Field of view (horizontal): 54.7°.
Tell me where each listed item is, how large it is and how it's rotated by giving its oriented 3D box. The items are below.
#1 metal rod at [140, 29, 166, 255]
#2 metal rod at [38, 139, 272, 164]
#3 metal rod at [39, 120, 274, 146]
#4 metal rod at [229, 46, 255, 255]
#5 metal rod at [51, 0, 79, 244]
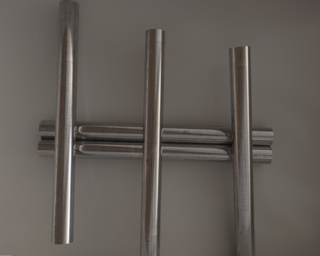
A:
[{"bbox_3d":[-0.009,0.030,0.385,0.025,0.025,0.298,1,90,-1],"label":"metal rod"},{"bbox_3d":[-0.006,0.031,0.410,0.302,0.025,0.025,2,90,-1],"label":"metal rod"},{"bbox_3d":[-0.004,0.007,0.410,0.302,0.025,0.025,2,90,-1],"label":"metal rod"},{"bbox_3d":[0.104,0.052,0.389,0.025,0.025,0.298,-4,98,0],"label":"metal rod"},{"bbox_3d":[-0.117,-0.014,0.385,0.025,0.025,0.298,-1,82,-1],"label":"metal rod"}]
